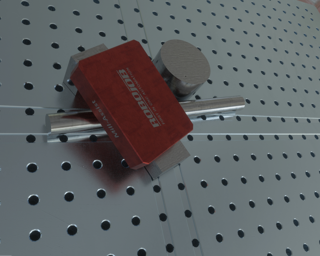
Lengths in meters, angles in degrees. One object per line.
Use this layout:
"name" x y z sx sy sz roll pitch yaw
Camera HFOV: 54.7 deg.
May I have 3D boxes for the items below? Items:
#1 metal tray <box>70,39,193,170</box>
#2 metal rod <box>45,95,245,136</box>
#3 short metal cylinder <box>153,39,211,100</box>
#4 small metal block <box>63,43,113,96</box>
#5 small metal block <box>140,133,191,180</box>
"metal tray" -0.029 -0.030 0.359 0.091 0.030 0.130 -35 93 -38
"metal rod" 0.002 -0.022 0.425 0.303 0.025 0.025 -8 66 -32
"short metal cylinder" 0.027 -0.083 0.458 0.081 0.050 0.080 14 56 -21
"small metal block" -0.089 -0.073 0.389 0.025 0.050 0.050 49 51 6
"small metal block" 0.002 0.029 0.391 0.050 0.025 0.050 -26 76 -37
